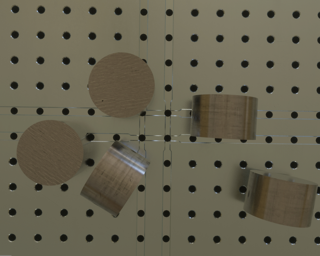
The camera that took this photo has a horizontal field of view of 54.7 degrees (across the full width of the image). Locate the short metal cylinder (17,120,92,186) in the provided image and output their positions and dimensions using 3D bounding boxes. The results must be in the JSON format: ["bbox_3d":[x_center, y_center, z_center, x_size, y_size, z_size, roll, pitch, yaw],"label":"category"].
[{"bbox_3d":[-0.133,0.030,0.399,0.081,0.050,0.079,0,90,-1],"label":"short metal cylinder"}]

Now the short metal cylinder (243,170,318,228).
[{"bbox_3d":[0.150,0.086,0.388,0.080,0.080,0.050,10,90,-1],"label":"short metal cylinder"}]

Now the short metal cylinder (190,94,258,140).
[{"bbox_3d":[0.079,-0.013,0.387,0.081,0.080,0.050,3,90,-1],"label":"short metal cylinder"}]

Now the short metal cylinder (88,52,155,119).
[{"bbox_3d":[-0.047,-0.052,0.400,0.081,0.050,0.079,0,90,-1],"label":"short metal cylinder"}]

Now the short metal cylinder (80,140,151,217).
[{"bbox_3d":[-0.054,0.062,0.385,0.050,0.080,0.080,33,90,-1],"label":"short metal cylinder"}]
